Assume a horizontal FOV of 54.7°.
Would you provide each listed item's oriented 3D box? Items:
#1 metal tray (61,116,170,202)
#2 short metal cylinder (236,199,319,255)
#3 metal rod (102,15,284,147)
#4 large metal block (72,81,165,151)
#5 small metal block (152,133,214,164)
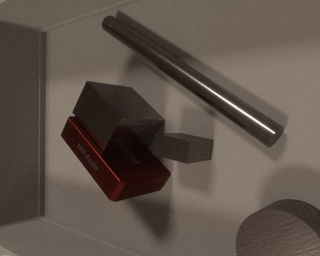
[{"bbox_3d":[-0.059,0.034,0.411,0.130,0.091,0.030,44,116,31],"label":"metal tray"},{"bbox_3d":[0.120,0.112,0.291,0.080,0.050,0.079,0,90,39],"label":"short metal cylinder"},{"bbox_3d":[0.020,-0.074,0.388,0.300,0.025,0.025,41,115,32],"label":"metal rod"},{"bbox_3d":[-0.055,-0.016,0.414,0.080,0.081,0.050,45,117,30],"label":"large metal block"},{"bbox_3d":[0.028,0.022,0.366,0.050,0.050,0.025,11,97,39],"label":"small metal block"}]
